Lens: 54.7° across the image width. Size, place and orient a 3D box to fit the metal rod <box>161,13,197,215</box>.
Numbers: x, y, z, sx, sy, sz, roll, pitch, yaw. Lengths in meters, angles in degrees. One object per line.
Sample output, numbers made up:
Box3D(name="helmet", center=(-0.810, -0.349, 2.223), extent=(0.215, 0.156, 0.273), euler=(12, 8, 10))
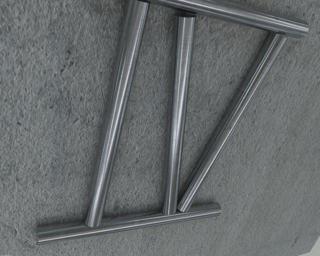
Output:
Box3D(name="metal rod", center=(0.021, 0.002, 0.422), extent=(0.025, 0.025, 0.298), euler=(-11, 123, -23))

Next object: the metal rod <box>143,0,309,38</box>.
Box3D(name="metal rod", center=(0.065, -0.140, 0.359), extent=(0.303, 0.025, 0.025), euler=(1, 118, -29))

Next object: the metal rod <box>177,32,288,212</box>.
Box3D(name="metal rod", center=(0.098, 0.002, 0.465), extent=(0.025, 0.025, 0.298), euler=(14, 111, -35))

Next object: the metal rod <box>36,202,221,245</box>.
Box3D(name="metal rod", center=(-0.030, 0.143, 0.481), extent=(0.303, 0.025, 0.025), euler=(1, 118, -29))

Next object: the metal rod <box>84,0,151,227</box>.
Box3D(name="metal rod", center=(-0.058, 0.000, 0.377), extent=(0.025, 0.025, 0.298), euler=(1, 118, -29))
